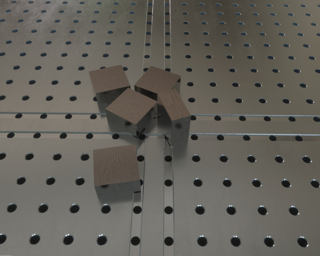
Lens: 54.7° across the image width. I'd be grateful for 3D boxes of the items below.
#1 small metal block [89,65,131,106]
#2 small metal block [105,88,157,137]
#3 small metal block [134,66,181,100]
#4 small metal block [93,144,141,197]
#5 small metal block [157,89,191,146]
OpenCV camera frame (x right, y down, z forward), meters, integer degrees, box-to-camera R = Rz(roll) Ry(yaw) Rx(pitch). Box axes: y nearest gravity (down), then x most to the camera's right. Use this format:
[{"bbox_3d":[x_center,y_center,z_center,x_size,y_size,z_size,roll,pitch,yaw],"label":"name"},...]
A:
[{"bbox_3d":[-0.074,-0.064,0.461,0.050,0.025,0.050,-15,52,-13],"label":"small metal block"},{"bbox_3d":[-0.038,-0.023,0.426,0.050,0.025,0.050,27,55,20],"label":"small metal block"},{"bbox_3d":[-0.003,-0.061,0.459,0.050,0.025,0.050,22,53,17],"label":"small metal block"},{"bbox_3d":[-0.051,0.050,0.365,0.050,0.025,0.050,-7,50,-6],"label":"small metal block"},{"bbox_3d":[0.017,-0.014,0.403,0.025,0.050,0.050,-16,52,-13],"label":"small metal block"}]
